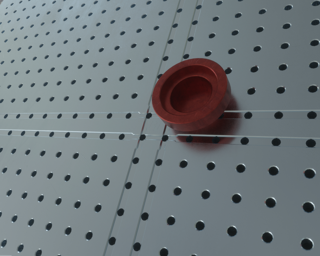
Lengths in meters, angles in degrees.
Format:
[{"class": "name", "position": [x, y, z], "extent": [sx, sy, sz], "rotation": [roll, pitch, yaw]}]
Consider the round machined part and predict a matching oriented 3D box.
[{"class": "round machined part", "position": [0.043, -0.038, 0.398], "extent": [0.098, 0.042, 0.098], "rotation": [-13, 56, 20]}]
